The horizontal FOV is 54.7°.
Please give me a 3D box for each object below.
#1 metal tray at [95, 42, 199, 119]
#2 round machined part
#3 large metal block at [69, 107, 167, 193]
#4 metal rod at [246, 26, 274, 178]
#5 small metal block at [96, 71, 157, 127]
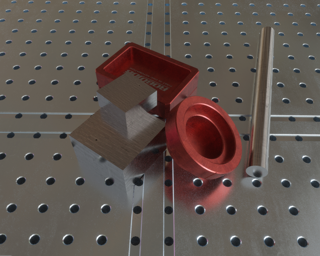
[{"bbox_3d":[-0.019,-0.076,0.467,0.130,0.030,0.090,27,55,20],"label":"metal tray"},{"bbox_3d":[0.046,0.014,0.366,0.099,0.042,0.098,19,54,-28],"label":"round machined part"},{"bbox_3d":[-0.047,0.017,0.376,0.080,0.050,0.080,29,56,22],"label":"large metal block"},{"bbox_3d":[0.153,-0.059,0.459,0.025,0.025,0.300,12,51,9],"label":"metal rod"},{"bbox_3d":[-0.039,-0.036,0.372,0.050,0.025,0.050,36,58,26],"label":"small metal block"}]
